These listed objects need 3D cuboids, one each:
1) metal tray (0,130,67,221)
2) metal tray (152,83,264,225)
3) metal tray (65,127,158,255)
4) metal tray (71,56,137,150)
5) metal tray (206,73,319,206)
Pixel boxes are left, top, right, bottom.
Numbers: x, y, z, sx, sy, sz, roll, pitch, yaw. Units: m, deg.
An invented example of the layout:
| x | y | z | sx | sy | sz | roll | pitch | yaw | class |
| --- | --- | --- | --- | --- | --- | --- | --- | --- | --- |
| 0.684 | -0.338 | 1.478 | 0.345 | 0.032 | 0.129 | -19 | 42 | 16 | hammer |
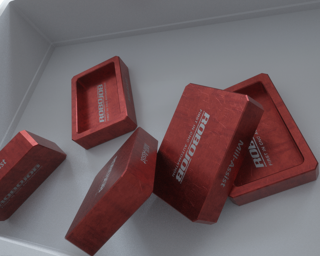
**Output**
| x | y | z | sx | sy | sz | roll | pitch | yaw | class |
| --- | --- | --- | --- | --- | --- | --- | --- | --- | --- |
| -0.199 | 0.069 | 0.421 | 0.030 | 0.090 | 0.130 | 41 | 85 | 16 | metal tray |
| 0.043 | 0.023 | 0.329 | 0.090 | 0.030 | 0.129 | 23 | 90 | 50 | metal tray |
| -0.044 | 0.058 | 0.327 | 0.090 | 0.030 | 0.130 | -48 | 10 | 14 | metal tray |
| -0.088 | -0.041 | 0.471 | 0.090 | 0.030 | 0.130 | -22 | 54 | 14 | metal tray |
| 0.101 | 0.009 | 0.343 | 0.090 | 0.030 | 0.130 | -23 | 53 | 13 | metal tray |
